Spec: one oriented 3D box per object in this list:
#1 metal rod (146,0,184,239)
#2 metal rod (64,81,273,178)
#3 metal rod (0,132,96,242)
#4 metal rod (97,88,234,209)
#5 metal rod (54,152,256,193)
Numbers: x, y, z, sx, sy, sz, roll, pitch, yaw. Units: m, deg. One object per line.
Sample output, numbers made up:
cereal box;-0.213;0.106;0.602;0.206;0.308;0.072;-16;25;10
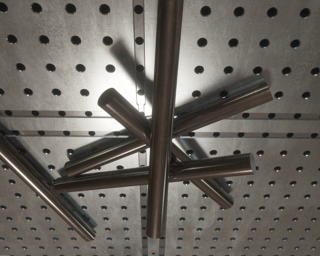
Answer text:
metal rod;0.003;-0.001;0.351;0.025;0.025;0.298;3;112;-3
metal rod;-0.001;0.008;0.418;0.300;0.025;0.025;-22;127;17
metal rod;-0.185;0.096;0.490;0.025;0.025;0.299;-17;129;13
metal rod;0.028;0.046;0.424;0.025;0.025;0.300;-28;133;21
metal rod;-0.026;0.065;0.419;0.300;0.025;0.025;-11;131;27
